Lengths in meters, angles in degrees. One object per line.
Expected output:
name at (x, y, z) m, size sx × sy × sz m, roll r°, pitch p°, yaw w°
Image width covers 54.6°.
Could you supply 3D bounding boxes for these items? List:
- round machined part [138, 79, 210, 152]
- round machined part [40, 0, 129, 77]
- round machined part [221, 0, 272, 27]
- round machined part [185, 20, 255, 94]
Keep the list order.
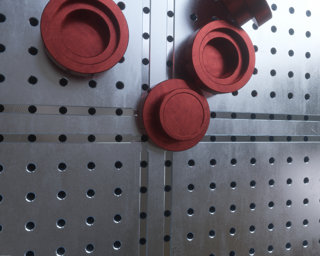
round machined part at (0.024, -0.017, 0.412) m, size 0.099 × 0.042 × 0.097 m, roll 0°, pitch 90°, yaw -20°
round machined part at (-0.090, -0.110, 0.370) m, size 0.099 × 0.042 × 0.097 m, roll 0°, pitch 90°, yaw -20°
round machined part at (0.108, -0.178, 0.423) m, size 0.042 × 0.098 × 0.098 m, roll -34°, pitch 104°, yaw 20°
round machined part at (0.079, -0.095, 0.432) m, size 0.099 × 0.042 × 0.097 m, roll -1°, pitch 91°, yaw -20°
